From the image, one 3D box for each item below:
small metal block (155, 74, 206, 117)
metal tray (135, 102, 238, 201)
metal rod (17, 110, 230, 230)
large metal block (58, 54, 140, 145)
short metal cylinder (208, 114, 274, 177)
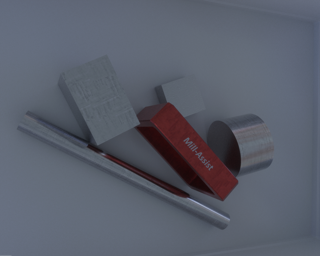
[{"bbox_3d":[0.028,-0.040,0.419,0.050,0.025,0.050,-21,97,-19],"label":"small metal block"},{"bbox_3d":[0.027,0.029,0.385,0.030,0.090,0.130,-46,105,-15],"label":"metal tray"},{"bbox_3d":[-0.032,0.062,0.398,0.301,0.025,0.025,30,80,-18],"label":"metal rod"},{"bbox_3d":[-0.073,-0.029,0.353,0.050,0.080,0.080,-28,100,-18],"label":"large metal block"},{"bbox_3d":[0.107,0.024,0.421,0.050,0.080,0.079,-12,95,-19],"label":"short metal cylinder"}]
